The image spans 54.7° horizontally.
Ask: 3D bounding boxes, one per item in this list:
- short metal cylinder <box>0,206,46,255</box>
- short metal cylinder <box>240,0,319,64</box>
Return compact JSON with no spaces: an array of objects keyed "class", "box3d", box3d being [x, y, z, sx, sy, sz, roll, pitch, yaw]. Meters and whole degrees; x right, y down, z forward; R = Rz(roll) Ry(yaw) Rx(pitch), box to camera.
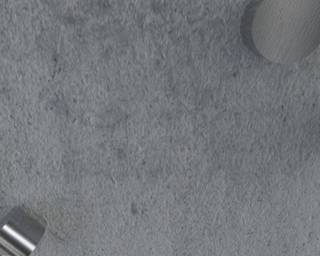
[{"class":"short metal cylinder","box3d":[-0.210,0.159,0.436,0.080,0.080,0.050,-41,105,13]},{"class":"short metal cylinder","box3d":[0.139,-0.118,0.355,0.081,0.050,0.079,0,110,-1]}]
